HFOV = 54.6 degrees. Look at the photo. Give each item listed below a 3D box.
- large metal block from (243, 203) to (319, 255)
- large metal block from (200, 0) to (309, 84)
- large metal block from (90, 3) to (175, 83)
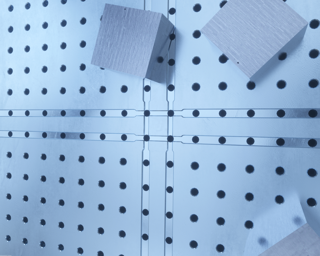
[{"bbox_3d":[0.139,0.134,0.334,0.080,0.080,0.050,-42,77,15],"label":"large metal block"},{"bbox_3d":[0.108,-0.110,0.361,0.080,0.050,0.080,-45,76,14],"label":"large metal block"},{"bbox_3d":[-0.036,-0.111,0.412,0.080,0.050,0.080,17,96,19],"label":"large metal block"}]
